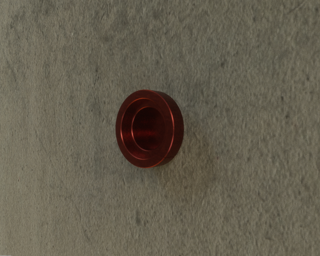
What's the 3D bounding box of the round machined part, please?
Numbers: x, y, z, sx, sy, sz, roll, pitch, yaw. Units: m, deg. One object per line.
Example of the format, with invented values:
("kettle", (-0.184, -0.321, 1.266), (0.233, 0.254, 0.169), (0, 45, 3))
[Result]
("round machined part", (-0.008, 0.001, 0.399), (0.098, 0.042, 0.097), (0, 90, 39))
